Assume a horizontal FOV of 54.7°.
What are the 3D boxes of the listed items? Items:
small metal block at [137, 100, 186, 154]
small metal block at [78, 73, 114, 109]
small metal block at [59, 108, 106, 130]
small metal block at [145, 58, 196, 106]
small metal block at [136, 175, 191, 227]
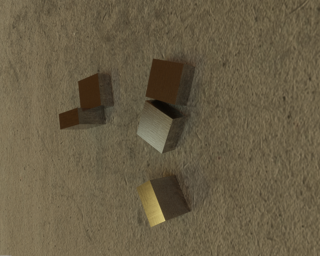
[{"bbox_3d":[0.001,-0.003,0.399,0.050,0.025,0.050,36,122,34],"label":"small metal block"},{"bbox_3d":[-0.102,-0.054,0.489,0.050,0.025,0.050,-12,82,39],"label":"small metal block"},{"bbox_3d":[-0.123,-0.014,0.490,0.050,0.050,0.025,-12,83,39],"label":"small metal block"},{"bbox_3d":[0.013,-0.058,0.395,0.050,0.025,0.050,19,102,38],"label":"small metal block"},{"bbox_3d":[0.005,0.089,0.385,0.025,0.050,0.050,-35,68,34],"label":"small metal block"}]
